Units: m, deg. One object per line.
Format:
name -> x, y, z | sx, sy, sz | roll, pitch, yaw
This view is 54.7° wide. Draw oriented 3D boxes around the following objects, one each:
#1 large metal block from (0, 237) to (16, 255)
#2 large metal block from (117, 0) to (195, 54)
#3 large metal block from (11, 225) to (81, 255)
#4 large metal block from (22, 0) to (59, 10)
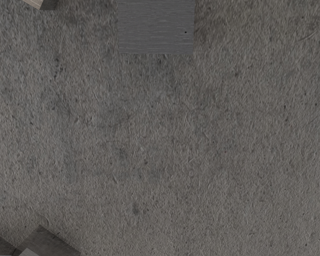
large metal block -> -0.285, 0.197, 0.466 | 0.080, 0.050, 0.080 | -41, 105, 13
large metal block -> -0.004, -0.127, 0.349 | 0.081, 0.050, 0.079 | 0, 110, 0
large metal block -> -0.183, 0.210, 0.472 | 0.080, 0.050, 0.080 | 42, 105, -14
large metal block -> -0.140, -0.183, 0.328 | 0.080, 0.050, 0.080 | 29, 107, -10
